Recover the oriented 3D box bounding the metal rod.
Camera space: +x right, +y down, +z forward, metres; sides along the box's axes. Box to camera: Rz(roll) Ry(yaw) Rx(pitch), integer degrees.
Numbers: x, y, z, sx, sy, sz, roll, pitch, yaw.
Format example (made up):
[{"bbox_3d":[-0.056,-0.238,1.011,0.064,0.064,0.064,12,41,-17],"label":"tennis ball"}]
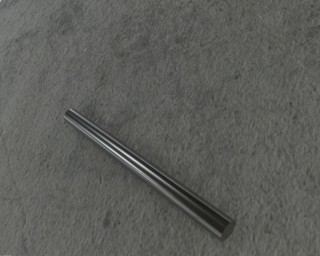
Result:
[{"bbox_3d":[-0.036,0.041,0.395,0.300,0.025,0.025,30,78,37],"label":"metal rod"}]
